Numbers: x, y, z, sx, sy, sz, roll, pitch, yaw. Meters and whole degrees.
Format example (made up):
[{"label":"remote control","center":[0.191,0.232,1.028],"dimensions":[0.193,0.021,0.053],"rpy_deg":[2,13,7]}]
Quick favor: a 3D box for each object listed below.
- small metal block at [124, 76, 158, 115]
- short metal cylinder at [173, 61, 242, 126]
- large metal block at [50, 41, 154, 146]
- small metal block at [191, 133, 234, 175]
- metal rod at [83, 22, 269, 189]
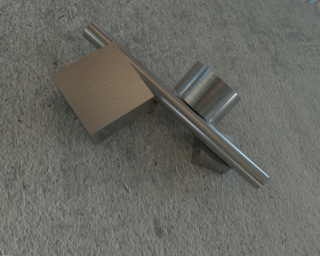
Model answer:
[{"label":"small metal block","center":[-0.032,-0.050,0.421],"dimensions":[0.050,0.025,0.050],"rpy_deg":[12,57,-22]},{"label":"short metal cylinder","center":[0.065,-0.048,0.430],"dimensions":[0.080,0.050,0.080],"rpy_deg":[40,11,-9]},{"label":"large metal block","center":[-0.065,-0.039,0.358],"dimensions":[0.080,0.050,0.080],"rpy_deg":[-33,81,-15]},{"label":"small metal block","center":[0.073,0.031,0.428],"dimensions":[0.050,0.025,0.050],"rpy_deg":[22,53,-15]},{"label":"metal rod","center":[0.021,-0.029,0.404],"dimensions":[0.300,0.025,0.025],"rpy_deg":[41,51,0]}]
